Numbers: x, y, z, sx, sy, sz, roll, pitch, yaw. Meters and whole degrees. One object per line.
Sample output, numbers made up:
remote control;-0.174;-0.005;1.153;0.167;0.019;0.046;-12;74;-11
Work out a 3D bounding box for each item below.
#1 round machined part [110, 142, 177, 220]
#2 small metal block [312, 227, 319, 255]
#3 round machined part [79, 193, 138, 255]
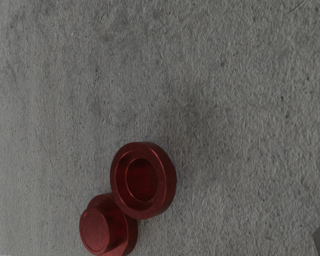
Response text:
round machined part;-0.017;0.066;0.406;0.098;0.042;0.097;0;90;39
small metal block;0.155;0.107;0.260;0.025;0.050;0.050;-22;76;38
round machined part;-0.083;0.148;0.460;0.098;0.042;0.097;0;90;39
